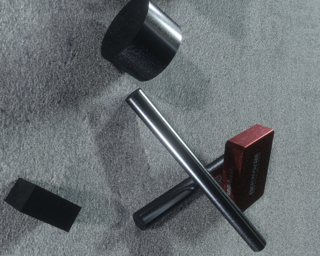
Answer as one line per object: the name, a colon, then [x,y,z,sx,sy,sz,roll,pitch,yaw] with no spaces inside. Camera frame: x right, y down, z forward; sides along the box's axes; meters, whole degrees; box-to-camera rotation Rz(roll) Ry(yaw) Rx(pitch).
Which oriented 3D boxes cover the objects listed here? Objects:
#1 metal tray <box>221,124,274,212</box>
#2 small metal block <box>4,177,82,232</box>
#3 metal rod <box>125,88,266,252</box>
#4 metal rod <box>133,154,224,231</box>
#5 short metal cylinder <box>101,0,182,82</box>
metal tray: [0.137,0.068,0.493,0.091,0.030,0.129,-23,124,-39]
small metal block: [-0.112,0.073,0.296,0.050,0.050,0.025,40,66,-33]
metal rod: [0.058,0.068,0.425,0.300,0.025,0.025,50,60,-18]
metal rod: [0.083,0.065,0.476,0.302,0.025,0.025,-25,106,-37]
short metal cylinder: [-0.022,-0.100,0.352,0.050,0.080,0.080,30,71,-37]
